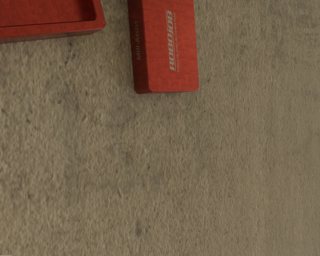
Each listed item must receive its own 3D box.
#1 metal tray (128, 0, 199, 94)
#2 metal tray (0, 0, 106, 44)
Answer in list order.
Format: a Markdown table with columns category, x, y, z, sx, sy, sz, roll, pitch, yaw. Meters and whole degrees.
| category | x | y | z | sx | sy | sz | roll | pitch | yaw |
| --- | --- | --- | --- | --- | --- | --- | --- | --- | --- |
| metal tray | 0.007 | -0.112 | 0.409 | 0.091 | 0.030 | 0.129 | -7 | 95 | -40 |
| metal tray | -0.124 | -0.133 | 0.297 | 0.131 | 0.030 | 0.089 | -21 | 103 | -38 |
